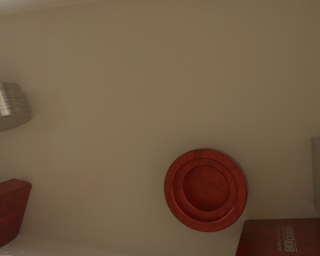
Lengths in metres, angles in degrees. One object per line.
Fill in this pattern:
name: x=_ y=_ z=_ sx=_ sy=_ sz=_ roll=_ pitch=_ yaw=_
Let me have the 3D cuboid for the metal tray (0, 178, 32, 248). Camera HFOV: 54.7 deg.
metal tray: x=-0.234 y=0.127 z=0.430 sx=0.030 sy=0.130 sz=0.089 roll=16 pitch=92 yaw=4

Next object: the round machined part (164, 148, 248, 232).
round machined part: x=0.058 y=0.073 z=0.381 sx=0.098 sy=0.042 sz=0.097 roll=0 pitch=90 yaw=19

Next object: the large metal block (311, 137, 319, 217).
large metal block: x=0.188 y=0.050 z=0.315 sx=0.050 sy=0.080 sz=0.079 roll=-2 pitch=90 yaw=20

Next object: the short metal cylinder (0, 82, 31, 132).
short metal cylinder: x=-0.243 y=-0.029 z=0.465 sx=0.080 sy=0.080 sz=0.050 roll=-23 pitch=83 yaw=18

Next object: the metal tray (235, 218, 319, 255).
metal tray: x=0.128 y=0.124 z=0.310 sx=0.090 sy=0.130 sz=0.030 roll=-8 pitch=88 yaw=19
